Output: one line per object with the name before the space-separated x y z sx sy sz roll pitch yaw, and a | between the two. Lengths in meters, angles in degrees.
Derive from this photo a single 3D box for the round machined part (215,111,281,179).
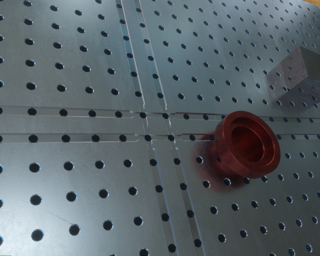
round machined part | 0.120 0.027 0.445 0.099 0.042 0.098 14 56 -21

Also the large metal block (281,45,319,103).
large metal block | 0.297 -0.106 0.616 0.081 0.050 0.080 16 55 -20
